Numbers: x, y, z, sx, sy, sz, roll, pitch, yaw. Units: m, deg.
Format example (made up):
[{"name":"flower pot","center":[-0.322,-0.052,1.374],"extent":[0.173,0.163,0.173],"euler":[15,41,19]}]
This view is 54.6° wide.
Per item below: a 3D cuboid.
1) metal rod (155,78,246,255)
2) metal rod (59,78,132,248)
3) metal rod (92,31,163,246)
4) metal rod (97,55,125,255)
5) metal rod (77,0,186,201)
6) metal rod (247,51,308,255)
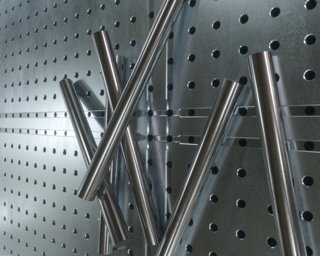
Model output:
[{"name":"metal rod","center":[0.035,0.085,0.380],"extent":[0.025,0.025,0.298],"euler":[30,109,36]},{"name":"metal rod","center":[-0.107,0.034,0.471],"extent":[0.025,0.025,0.299],"euler":[-48,53,29]},{"name":"metal rod","center":[-0.046,0.010,0.430],"extent":[0.025,0.025,0.299],"euler":[-19,83,38]},{"name":"metal rod","center":[-0.074,0.042,0.472],"extent":[0.025,0.025,0.298],"euler":[6,94,40]},{"name":"metal rod","center":[-0.036,-0.043,0.402],"extent":[0.025,0.025,0.299],"euler":[29,96,36]},{"name":"metal rod","center":[0.123,0.072,0.308],"extent":[0.025,0.025,0.299],"euler":[-13,82,39]}]
